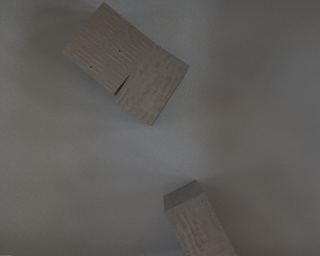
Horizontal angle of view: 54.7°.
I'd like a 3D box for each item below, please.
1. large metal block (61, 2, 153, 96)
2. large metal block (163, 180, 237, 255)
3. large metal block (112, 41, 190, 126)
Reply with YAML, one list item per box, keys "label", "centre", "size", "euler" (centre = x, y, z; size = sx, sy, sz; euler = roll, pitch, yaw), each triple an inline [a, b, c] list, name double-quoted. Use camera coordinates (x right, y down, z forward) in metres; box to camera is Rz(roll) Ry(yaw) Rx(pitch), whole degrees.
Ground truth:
- label: "large metal block"
  centre: [-0.062, -0.097, 0.398]
  size: [0.080, 0.050, 0.080]
  euler: [39, 90, -1]
- label: "large metal block"
  centre: [0.045, 0.118, 0.385]
  size: [0.050, 0.080, 0.080]
  euler: [-27, 90, 0]
- label: "large metal block"
  centre: [-0.010, -0.050, 0.384]
  size: [0.050, 0.080, 0.080]
  euler: [33, 90, -1]
